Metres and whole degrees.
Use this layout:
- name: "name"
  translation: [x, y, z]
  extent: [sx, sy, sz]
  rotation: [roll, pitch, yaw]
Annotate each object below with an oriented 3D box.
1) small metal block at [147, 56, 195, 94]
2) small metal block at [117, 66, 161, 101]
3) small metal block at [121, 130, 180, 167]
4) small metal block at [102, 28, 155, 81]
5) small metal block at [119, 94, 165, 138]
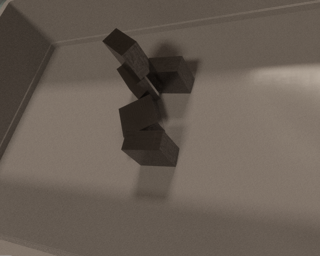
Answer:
- name: "small metal block"
  translation: [0.014, -0.072, 0.425]
  extent: [0.050, 0.050, 0.025]
  rotation: [4, 64, 29]
- name: "small metal block"
  translation: [-0.031, -0.063, 0.443]
  extent: [0.025, 0.050, 0.050]
  rotation: [-37, 51, 4]
- name: "small metal block"
  translation: [-0.011, 0.026, 0.378]
  extent: [0.050, 0.050, 0.025]
  rotation: [-1, 61, 27]
- name: "small metal block"
  translation: [-0.041, -0.096, 0.404]
  extent: [0.025, 0.050, 0.050]
  rotation: [-45, 51, -3]
- name: "small metal block"
  translation: [-0.026, -0.011, 0.425]
  extent: [0.050, 0.025, 0.050]
  rotation: [-24, 53, 13]
